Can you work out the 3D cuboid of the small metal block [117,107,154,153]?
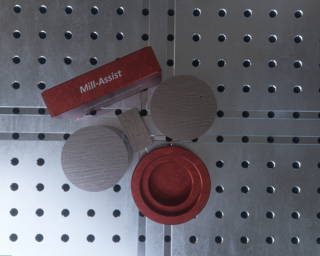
[{"bbox_3d":[-0.030,0.002,0.396,0.025,0.050,0.050,-25,90,0],"label":"small metal block"}]

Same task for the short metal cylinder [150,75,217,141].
[{"bbox_3d":[0.028,-0.025,0.397,0.081,0.050,0.079,0,90,0],"label":"short metal cylinder"}]

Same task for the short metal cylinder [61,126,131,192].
[{"bbox_3d":[-0.079,0.037,0.396,0.081,0.050,0.079,0,90,0],"label":"short metal cylinder"}]

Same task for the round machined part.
[{"bbox_3d":[0.014,0.071,0.401,0.099,0.042,0.097,0,90,0],"label":"round machined part"}]

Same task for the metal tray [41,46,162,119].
[{"bbox_3d":[-0.063,-0.050,0.376,0.131,0.090,0.030,-23,90,0],"label":"metal tray"}]
